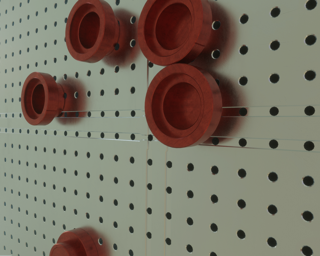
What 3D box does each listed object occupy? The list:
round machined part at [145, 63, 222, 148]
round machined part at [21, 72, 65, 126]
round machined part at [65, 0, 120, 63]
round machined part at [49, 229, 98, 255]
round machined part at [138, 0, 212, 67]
[{"bbox_3d":[0.032,-0.026,0.372,0.098,0.042,0.097,1,92,40],"label":"round machined part"},{"bbox_3d":[-0.215,-0.053,0.578,0.098,0.042,0.097,0,90,40],"label":"round machined part"},{"bbox_3d":[-0.101,-0.150,0.484,0.098,0.042,0.097,0,90,40],"label":"round machined part"},{"bbox_3d":[-0.151,0.225,0.525,0.098,0.042,0.097,0,90,40],"label":"round machined part"},{"bbox_3d":[0.022,-0.122,0.381,0.098,0.042,0.097,0,90,40],"label":"round machined part"}]
